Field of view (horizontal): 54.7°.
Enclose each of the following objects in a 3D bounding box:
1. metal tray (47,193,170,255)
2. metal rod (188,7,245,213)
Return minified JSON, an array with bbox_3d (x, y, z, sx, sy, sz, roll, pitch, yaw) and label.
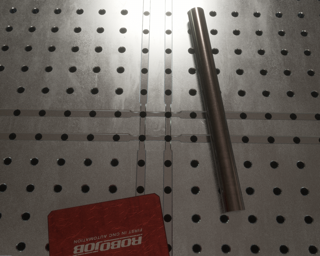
[{"bbox_3d":[-0.058,0.132,0.360,0.131,0.030,0.090,-9,70,-4],"label":"metal tray"},{"bbox_3d":[0.073,-0.038,0.426,0.025,0.025,0.299,-6,70,-3],"label":"metal rod"}]
